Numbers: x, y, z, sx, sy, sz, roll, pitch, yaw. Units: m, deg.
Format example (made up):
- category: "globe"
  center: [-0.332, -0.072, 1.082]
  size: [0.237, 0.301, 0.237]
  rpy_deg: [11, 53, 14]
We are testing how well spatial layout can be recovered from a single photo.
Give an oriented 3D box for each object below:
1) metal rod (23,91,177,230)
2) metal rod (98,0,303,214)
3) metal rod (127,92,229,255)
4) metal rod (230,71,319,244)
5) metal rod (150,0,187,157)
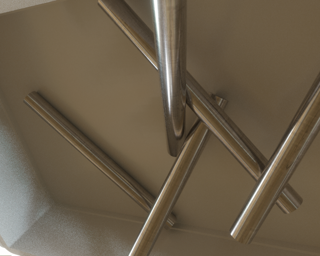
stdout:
- category: "metal rod"
  center: [-0.093, 0.052, 0.489]
  size: [0.300, 0.025, 0.025]
  rpy_deg: [42, 129, -1]
- category: "metal rod"
  center: [0.042, -0.029, 0.333]
  size: [0.300, 0.025, 0.025]
  rpy_deg: [48, 129, 1]
- category: "metal rod"
  center: [0.005, 0.096, 0.386]
  size: [0.025, 0.025, 0.298]
  rpy_deg: [28, 103, 11]
- category: "metal rod"
  center: [0.137, -0.015, 0.276]
  size: [0.025, 0.025, 0.298]
  rpy_deg: [26, 112, 12]
- category: "metal rod"
  center: [0.012, -0.044, 0.286]
  size: [0.025, 0.025, 0.299]
  rpy_deg: [22, 155, 15]
